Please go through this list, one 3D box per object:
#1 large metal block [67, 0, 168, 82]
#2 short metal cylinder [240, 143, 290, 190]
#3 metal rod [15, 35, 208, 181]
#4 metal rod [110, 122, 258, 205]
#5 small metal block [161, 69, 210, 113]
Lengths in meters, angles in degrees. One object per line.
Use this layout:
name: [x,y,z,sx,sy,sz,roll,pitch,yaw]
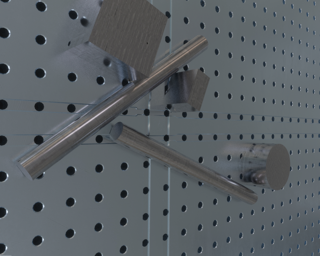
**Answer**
large metal block: [-0.046,-0.108,0.354,0.080,0.050,0.080,26,74,-37]
short metal cylinder: [0.188,0.067,0.550,0.081,0.050,0.079,0,90,-40]
metal rod: [-0.035,-0.042,0.379,0.302,0.025,0.025,-41,115,-32]
metal rod: [0.054,0.063,0.454,0.301,0.025,0.025,29,72,-36]
small metal block: [0.035,-0.050,0.422,0.025,0.050,0.050,30,71,-36]
